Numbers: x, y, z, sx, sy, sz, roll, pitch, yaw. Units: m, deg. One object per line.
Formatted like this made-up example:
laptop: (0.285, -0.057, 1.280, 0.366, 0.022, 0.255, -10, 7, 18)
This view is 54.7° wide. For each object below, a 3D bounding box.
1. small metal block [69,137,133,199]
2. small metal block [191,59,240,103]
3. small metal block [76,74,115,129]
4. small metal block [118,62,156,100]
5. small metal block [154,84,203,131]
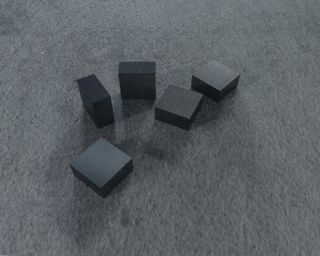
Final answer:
small metal block: (-0.068, 0.046, 0.364, 0.050, 0.025, 0.050, 31, 56, 23)
small metal block: (0.083, -0.071, 0.464, 0.050, 0.025, 0.050, 36, 58, 26)
small metal block: (-0.086, -0.036, 0.416, 0.025, 0.050, 0.050, -25, 55, -20)
small metal block: (-0.031, -0.067, 0.443, 0.050, 0.050, 0.025, -1, 50, -1)
small metal block: (0.026, -0.029, 0.428, 0.050, 0.025, 0.050, 20, 53, 16)
